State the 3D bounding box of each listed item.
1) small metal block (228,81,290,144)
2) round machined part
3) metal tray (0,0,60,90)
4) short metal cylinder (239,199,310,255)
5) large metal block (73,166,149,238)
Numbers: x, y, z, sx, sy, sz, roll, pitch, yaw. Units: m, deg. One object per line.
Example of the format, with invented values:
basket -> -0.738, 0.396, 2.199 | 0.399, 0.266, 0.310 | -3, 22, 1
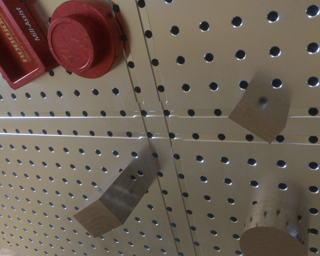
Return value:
small metal block -> 0.106, -0.018, 0.328 | 0.050, 0.050, 0.025 | 33, 129, 6
round machined part -> -0.099, -0.107, 0.386 | 0.098, 0.042, 0.097 | 13, 124, 21
metal tray -> -0.212, -0.128, 0.440 | 0.090, 0.030, 0.130 | -17, 110, 34
short metal cylinder -> 0.149, 0.140, 0.403 | 0.080, 0.050, 0.079 | 13, 124, 21
large metal block -> -0.077, 0.117, 0.489 | 0.050, 0.080, 0.080 | 48, 129, -6
